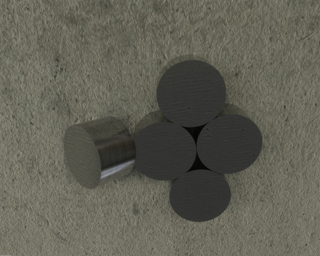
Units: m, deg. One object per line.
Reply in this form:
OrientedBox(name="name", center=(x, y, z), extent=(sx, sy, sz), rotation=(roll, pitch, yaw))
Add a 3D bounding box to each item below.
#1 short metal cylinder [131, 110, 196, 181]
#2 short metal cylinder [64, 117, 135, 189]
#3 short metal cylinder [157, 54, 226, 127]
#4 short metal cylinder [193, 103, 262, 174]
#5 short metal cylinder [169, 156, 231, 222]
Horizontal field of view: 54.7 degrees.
OrientedBox(name="short metal cylinder", center=(0.005, 0.021, 0.405), extent=(0.081, 0.050, 0.079), rotation=(0, 110, 0))
OrientedBox(name="short metal cylinder", center=(-0.076, 0.029, 0.386), extent=(0.080, 0.050, 0.079), rotation=(17, 115, 41))
OrientedBox(name="short metal cylinder", center=(0.036, -0.047, 0.380), extent=(0.081, 0.050, 0.079), rotation=(0, 110, 0))
OrientedBox(name="short metal cylinder", center=(0.085, 0.012, 0.403), extent=(0.081, 0.050, 0.079), rotation=(0, 110, 0))
OrientedBox(name="short metal cylinder", center=(0.053, 0.081, 0.428), extent=(0.081, 0.050, 0.079), rotation=(0, 110, 0))
